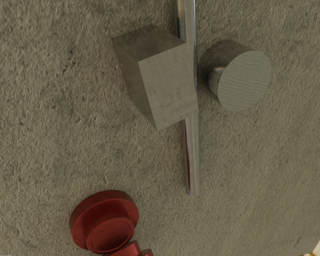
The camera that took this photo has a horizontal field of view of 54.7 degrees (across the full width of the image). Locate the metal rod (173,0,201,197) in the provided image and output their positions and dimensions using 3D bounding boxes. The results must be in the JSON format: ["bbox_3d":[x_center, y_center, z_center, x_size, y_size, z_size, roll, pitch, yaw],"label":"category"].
[{"bbox_3d":[0.040,-0.022,0.414,0.025,0.025,0.298,-19,126,-18],"label":"metal rod"}]

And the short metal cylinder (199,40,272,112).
[{"bbox_3d":[0.095,-0.068,0.400,0.081,0.050,0.079,-14,124,-21],"label":"short metal cylinder"}]

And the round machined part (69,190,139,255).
[{"bbox_3d":[-0.075,0.140,0.441,0.099,0.042,0.097,-14,124,-21],"label":"round machined part"}]

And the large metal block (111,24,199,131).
[{"bbox_3d":[-0.006,-0.057,0.333,0.050,0.080,0.080,-25,128,-13],"label":"large metal block"}]

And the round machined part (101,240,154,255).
[{"bbox_3d":[-0.059,0.205,0.469,0.099,0.042,0.098,-24,168,-5],"label":"round machined part"}]
